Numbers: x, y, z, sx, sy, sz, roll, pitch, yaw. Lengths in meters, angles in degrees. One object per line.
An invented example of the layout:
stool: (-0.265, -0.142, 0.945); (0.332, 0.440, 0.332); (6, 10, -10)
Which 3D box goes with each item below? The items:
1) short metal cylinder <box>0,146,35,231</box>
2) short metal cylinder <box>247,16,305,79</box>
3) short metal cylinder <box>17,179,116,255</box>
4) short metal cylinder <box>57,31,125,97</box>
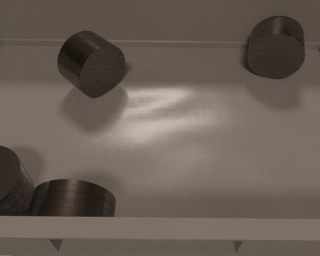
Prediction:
short metal cylinder: (-0.183, 0.065, 0.332); (0.081, 0.050, 0.080); (0, 50, 0)
short metal cylinder: (0.178, -0.123, 0.475); (0.080, 0.080, 0.050); (12, 51, 9)
short metal cylinder: (-0.084, 0.090, 0.292); (0.081, 0.080, 0.050); (1, 50, 0)
short metal cylinder: (-0.098, -0.092, 0.445); (0.050, 0.080, 0.080); (37, 59, 26)
